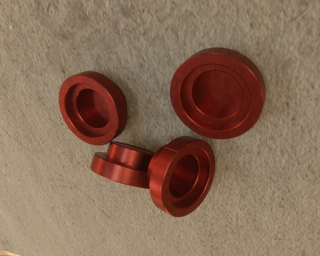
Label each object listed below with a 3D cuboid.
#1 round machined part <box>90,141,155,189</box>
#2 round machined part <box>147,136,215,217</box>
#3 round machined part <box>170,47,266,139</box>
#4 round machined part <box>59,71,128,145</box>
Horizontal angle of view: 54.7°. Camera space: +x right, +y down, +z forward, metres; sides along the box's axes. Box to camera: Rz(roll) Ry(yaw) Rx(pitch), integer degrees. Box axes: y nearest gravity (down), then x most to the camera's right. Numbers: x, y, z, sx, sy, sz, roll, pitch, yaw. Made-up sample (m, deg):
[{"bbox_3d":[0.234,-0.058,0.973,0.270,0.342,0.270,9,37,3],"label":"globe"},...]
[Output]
[{"bbox_3d":[-0.041,0.046,0.421,0.098,0.098,0.042,17,90,18],"label":"round machined part"},{"bbox_3d":[0.023,0.057,0.386,0.042,0.099,0.097,17,128,43],"label":"round machined part"},{"bbox_3d":[0.064,-0.040,0.337,0.098,0.042,0.097,13,124,20],"label":"round machined part"},{"bbox_3d":[-0.084,-0.029,0.416,0.098,0.042,0.097,13,119,25],"label":"round machined part"}]
